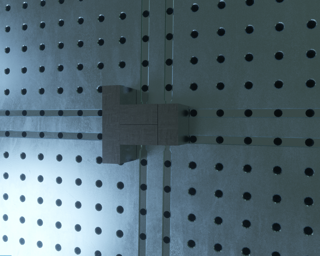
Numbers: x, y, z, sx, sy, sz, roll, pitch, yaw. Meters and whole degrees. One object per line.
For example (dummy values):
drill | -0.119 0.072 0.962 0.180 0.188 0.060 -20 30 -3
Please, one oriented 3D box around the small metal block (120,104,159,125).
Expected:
small metal block | -0.018 -0.017 0.404 0.050 0.050 0.025 0 90 19

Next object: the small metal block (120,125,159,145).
small metal block | -0.018 0.008 0.404 0.050 0.050 0.025 0 90 19

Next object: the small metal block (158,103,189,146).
small metal block | 0.018 -0.004 0.391 0.025 0.050 0.050 0 90 20

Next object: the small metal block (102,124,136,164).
small metal block | -0.054 0.020 0.416 0.025 0.050 0.050 0 90 20

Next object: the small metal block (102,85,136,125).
small metal block | -0.054 -0.029 0.416 0.025 0.050 0.050 0 90 20
